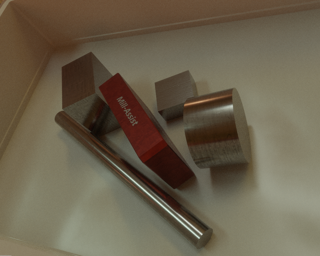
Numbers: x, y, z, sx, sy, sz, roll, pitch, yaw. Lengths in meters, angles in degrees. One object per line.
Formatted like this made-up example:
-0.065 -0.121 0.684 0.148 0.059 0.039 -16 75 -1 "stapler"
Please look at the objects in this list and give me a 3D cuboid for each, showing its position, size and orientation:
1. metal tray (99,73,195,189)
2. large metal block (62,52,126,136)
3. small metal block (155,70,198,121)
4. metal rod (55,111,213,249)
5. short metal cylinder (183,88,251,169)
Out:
-0.017 0.002 0.367 0.030 0.090 0.130 -37 51 3 "metal tray"
-0.094 -0.047 0.444 0.050 0.080 0.080 -24 53 14 "large metal block"
0.023 -0.044 0.416 0.050 0.025 0.050 -18 55 17 "small metal block"
-0.055 0.048 0.402 0.300 0.025 0.025 32 80 37 "metal rod"
0.063 0.001 0.334 0.050 0.080 0.080 -11 57 23 "short metal cylinder"
